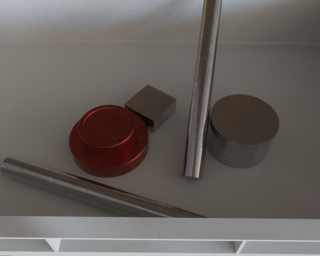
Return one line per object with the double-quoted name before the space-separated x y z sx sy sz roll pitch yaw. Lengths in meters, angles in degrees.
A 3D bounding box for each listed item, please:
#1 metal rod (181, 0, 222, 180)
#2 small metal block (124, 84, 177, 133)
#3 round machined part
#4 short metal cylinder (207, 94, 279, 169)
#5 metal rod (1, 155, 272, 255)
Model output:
"metal rod" 0.059 -0.084 0.400 0.025 0.025 0.299 7 74 5
"small metal block" -0.013 -0.028 0.428 0.050 0.025 0.050 30 56 22
"round machined part" -0.064 0.009 0.386 0.099 0.042 0.098 0 50 0
"short metal cylinder" 0.101 0.004 0.387 0.081 0.050 0.080 0 50 0
"metal rod" -0.036 0.082 0.335 0.301 0.025 0.025 15 52 11
